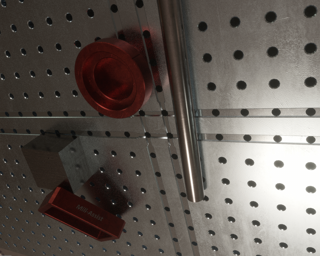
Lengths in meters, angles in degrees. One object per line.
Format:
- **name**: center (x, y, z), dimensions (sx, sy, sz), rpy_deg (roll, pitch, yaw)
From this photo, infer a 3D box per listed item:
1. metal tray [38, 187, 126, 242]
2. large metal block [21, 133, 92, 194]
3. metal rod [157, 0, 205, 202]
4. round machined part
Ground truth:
- **metal tray**: center (-0.136, 0.152, 0.534), dimensions (0.130, 0.030, 0.090), rpy_deg (33, 145, -16)
- **large metal block**: center (-0.171, 0.058, 0.518), dimensions (0.080, 0.050, 0.079), rpy_deg (4, 120, 26)
- **metal rod**: center (0.027, -0.032, 0.375), dimensions (0.025, 0.025, 0.298), rpy_deg (4, 120, 26)
- **round machined part**: center (-0.053, -0.064, 0.387), dimensions (0.098, 0.042, 0.097), rpy_deg (13, 124, 20)
